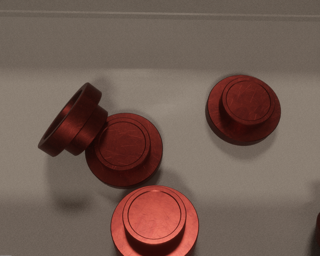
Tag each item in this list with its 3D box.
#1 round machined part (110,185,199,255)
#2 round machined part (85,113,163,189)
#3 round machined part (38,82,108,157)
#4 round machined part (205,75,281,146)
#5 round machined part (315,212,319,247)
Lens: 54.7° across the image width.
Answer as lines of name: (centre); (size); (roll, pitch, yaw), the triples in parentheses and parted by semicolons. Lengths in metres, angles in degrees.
round machined part: (-0.006, 0.105, 0.344); (0.099, 0.042, 0.098); (0, 47, 0)
round machined part: (-0.046, 0.025, 0.391); (0.099, 0.042, 0.098); (0, 70, -1)
round machined part: (-0.101, -0.005, 0.380); (0.042, 0.098, 0.098); (38, 71, -21)
round machined part: (0.112, -0.028, 0.412); (0.099, 0.042, 0.098); (0, 70, -1)
round machined part: (0.223, 0.109, 0.332); (0.099, 0.098, 0.042); (-5, 111, -2)
